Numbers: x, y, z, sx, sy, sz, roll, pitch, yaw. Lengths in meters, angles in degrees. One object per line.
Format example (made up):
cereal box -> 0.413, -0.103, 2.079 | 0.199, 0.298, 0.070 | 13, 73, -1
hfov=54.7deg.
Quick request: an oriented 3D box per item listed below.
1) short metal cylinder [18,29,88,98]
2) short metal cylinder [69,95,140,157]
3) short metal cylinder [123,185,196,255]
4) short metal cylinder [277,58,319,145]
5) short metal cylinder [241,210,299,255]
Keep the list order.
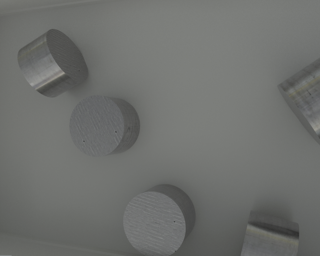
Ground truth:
short metal cylinder -> -0.147, -0.089, 0.432 | 0.050, 0.080, 0.080 | -25, 82, 18
short metal cylinder -> -0.074, -0.003, 0.422 | 0.080, 0.050, 0.079 | 0, 90, 19
short metal cylinder -> 0.001, 0.116, 0.396 | 0.080, 0.050, 0.079 | 0, 90, 19
short metal cylinder -> 0.168, -0.027, 0.322 | 0.050, 0.080, 0.080 | -35, 79, 16
short metal cylinder -> 0.117, 0.137, 0.340 | 0.050, 0.080, 0.079 | 12, 94, 19
